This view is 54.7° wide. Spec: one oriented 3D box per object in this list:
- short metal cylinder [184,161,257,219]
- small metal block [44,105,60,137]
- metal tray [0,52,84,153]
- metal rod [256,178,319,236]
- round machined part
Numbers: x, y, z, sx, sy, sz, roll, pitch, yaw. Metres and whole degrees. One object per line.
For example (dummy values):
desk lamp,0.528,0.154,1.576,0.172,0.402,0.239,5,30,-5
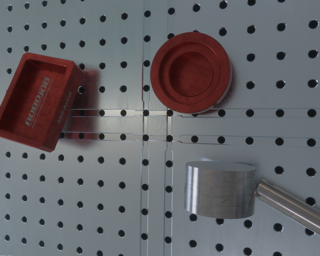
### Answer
short metal cylinder,0.069,0.068,0.359,0.080,0.080,0.050,3,91,20
small metal block,-0.175,-0.013,0.474,0.050,0.025,0.050,20,97,18
metal tray,-0.175,-0.039,0.444,0.090,0.030,0.130,14,78,17
metal rod,0.241,0.142,0.327,0.301,0.025,0.025,30,100,17
round machined part,0.041,-0.066,0.389,0.098,0.042,0.097,0,90,19
